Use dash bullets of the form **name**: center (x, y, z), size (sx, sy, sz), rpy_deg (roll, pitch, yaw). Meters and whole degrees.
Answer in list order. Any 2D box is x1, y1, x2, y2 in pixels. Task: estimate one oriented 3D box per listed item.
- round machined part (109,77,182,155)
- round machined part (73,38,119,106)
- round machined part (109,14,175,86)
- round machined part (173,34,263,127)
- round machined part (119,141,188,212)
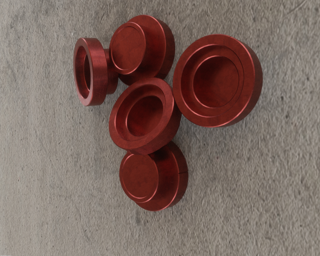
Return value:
- **round machined part**: center (-0.014, -0.012, 0.391), size (0.098, 0.042, 0.098), rpy_deg (-17, 58, 29)
- **round machined part**: center (-0.093, -0.082, 0.456), size (0.098, 0.042, 0.097), rpy_deg (22, 116, 57)
- **round machined part**: center (-0.031, -0.104, 0.418), size (0.098, 0.042, 0.097), rpy_deg (0, 90, 39)
- **round machined part**: center (0.065, -0.049, 0.340), size (0.098, 0.042, 0.097), rpy_deg (0, 90, 39)
- **round machined part**: center (-0.015, 0.060, 0.405), size (0.098, 0.042, 0.097), rpy_deg (0, 90, 39)
